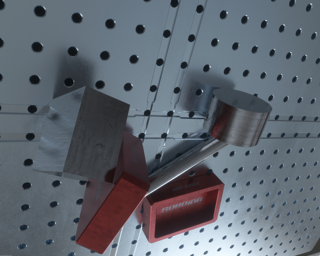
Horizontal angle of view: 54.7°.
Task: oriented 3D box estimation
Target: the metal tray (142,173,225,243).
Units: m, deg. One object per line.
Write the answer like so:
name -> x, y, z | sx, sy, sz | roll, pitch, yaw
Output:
metal tray -> 0.038, 0.130, 0.508 | 0.131, 0.030, 0.089 | -10, 123, -23

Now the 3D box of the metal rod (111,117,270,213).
metal rod -> 0.036, 0.053, 0.463 | 0.301, 0.025, 0.025 | -31, 129, -8

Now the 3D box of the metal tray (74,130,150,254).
metal tray -> -0.053, 0.064, 0.352 | 0.030, 0.130, 0.090 | 32, 102, -16

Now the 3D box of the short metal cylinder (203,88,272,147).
short metal cylinder -> 0.104, -0.016, 0.423 | 0.081, 0.080, 0.050 | -1, 119, -28

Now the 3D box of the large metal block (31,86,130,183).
large metal block -> -0.082, 0.010, 0.317 | 0.050, 0.080, 0.080 | 23, 71, -36
